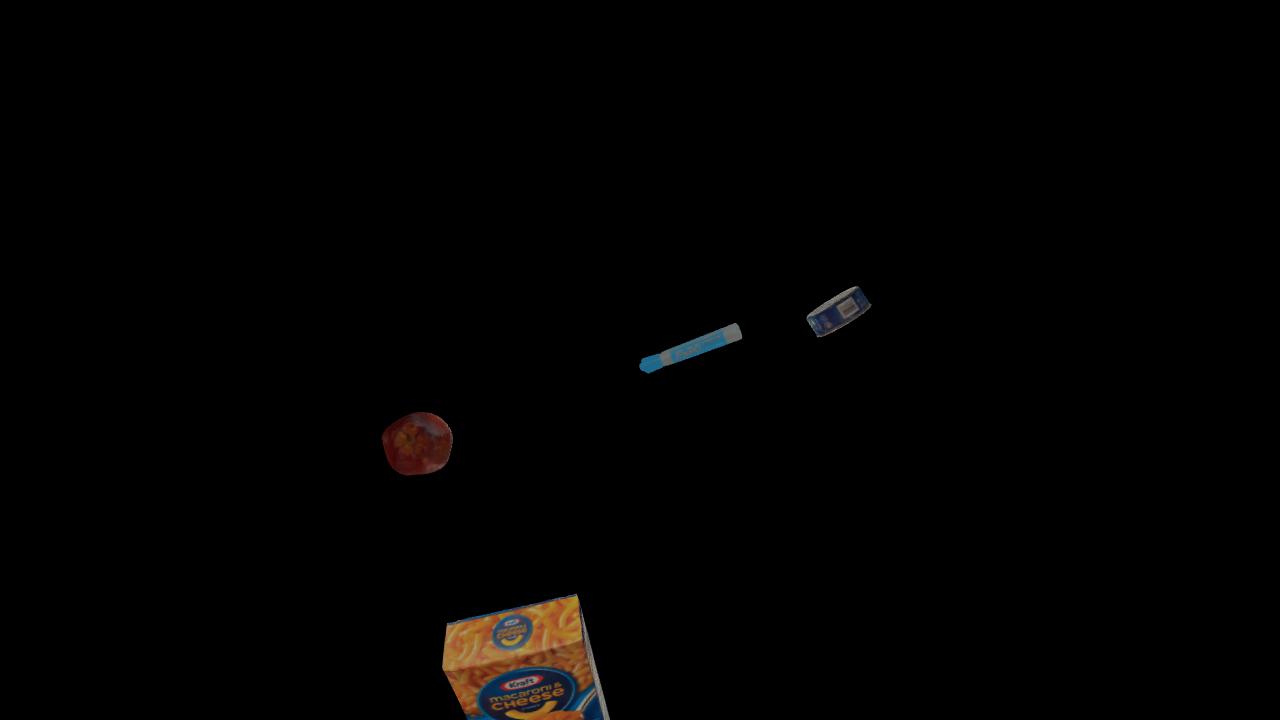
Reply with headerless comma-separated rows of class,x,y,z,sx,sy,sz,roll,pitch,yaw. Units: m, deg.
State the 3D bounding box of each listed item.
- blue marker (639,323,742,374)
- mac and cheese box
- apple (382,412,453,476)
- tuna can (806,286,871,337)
blue marker,0.053,-0.011,0.677,0.121,0.020,0.020,-21,-8,22
mac and cheese box,-0.073,0.253,0.451,0.093,0.184,0.041,-11,33,-4
apple,-0.264,0.099,0.729,0.079,0.079,0.093,0,-10,-6
tuna can,0.275,-0.067,0.856,0.084,0.034,0.084,-33,1,0
